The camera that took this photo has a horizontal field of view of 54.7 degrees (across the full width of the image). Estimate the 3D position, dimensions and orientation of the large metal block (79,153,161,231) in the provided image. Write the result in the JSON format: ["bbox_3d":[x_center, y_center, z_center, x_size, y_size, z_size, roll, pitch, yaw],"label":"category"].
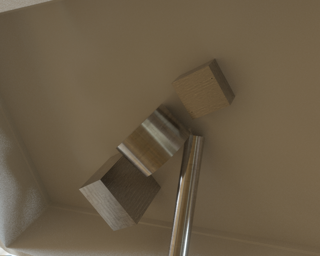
[{"bbox_3d":[-0.056,0.089,0.456,0.050,0.080,0.080,-28,103,37],"label":"large metal block"}]

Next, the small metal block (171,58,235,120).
[{"bbox_3d":[0.050,-0.044,0.355,0.050,0.025,0.050,-21,107,35],"label":"small metal block"}]

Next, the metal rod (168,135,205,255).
[{"bbox_3d":[0.022,0.157,0.384,0.025,0.025,0.298,7,86,24],"label":"metal rod"}]

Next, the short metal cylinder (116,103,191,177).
[{"bbox_3d":[-0.009,0.015,0.386,0.050,0.080,0.080,46,129,-4],"label":"short metal cylinder"}]
